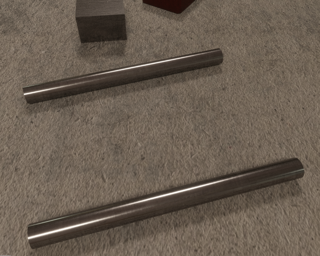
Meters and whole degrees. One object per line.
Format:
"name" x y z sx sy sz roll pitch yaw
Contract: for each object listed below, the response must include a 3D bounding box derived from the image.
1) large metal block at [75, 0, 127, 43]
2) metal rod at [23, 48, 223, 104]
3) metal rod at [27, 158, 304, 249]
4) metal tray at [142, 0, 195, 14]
"large metal block" -0.104 -0.199 0.553 0.081 0.050 0.080 -6 50 -5
"metal rod" -0.047 -0.082 0.471 0.302 0.025 0.025 -14 52 -12
"metal rod" 0.017 0.078 0.337 0.302 0.025 0.025 -12 51 -11
"metal tray" 0.034 -0.292 0.645 0.090 0.030 0.130 26 54 19
